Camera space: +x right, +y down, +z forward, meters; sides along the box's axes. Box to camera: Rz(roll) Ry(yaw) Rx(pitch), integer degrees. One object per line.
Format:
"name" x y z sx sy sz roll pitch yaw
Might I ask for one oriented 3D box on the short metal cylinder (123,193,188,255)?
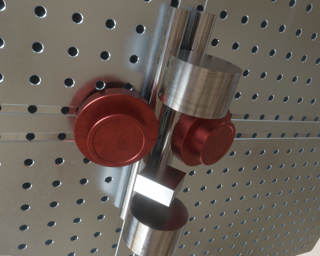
"short metal cylinder" -0.007 0.130 0.424 0.081 0.080 0.050 1 118 -29

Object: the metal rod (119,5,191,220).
"metal rod" -0.013 -0.001 0.402 0.025 0.025 0.298 1 118 -29

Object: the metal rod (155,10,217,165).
"metal rod" 0.018 -0.002 0.418 0.025 0.025 0.298 1 118 -29

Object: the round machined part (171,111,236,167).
"round machined part" 0.065 0.012 0.426 0.099 0.042 0.097 -26 134 -30

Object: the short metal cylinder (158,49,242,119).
"short metal cylinder" 0.042 -0.050 0.339 0.081 0.080 0.050 1 118 -29

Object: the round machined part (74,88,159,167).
"round machined part" -0.049 0.006 0.361 0.099 0.042 0.097 -6 119 -10

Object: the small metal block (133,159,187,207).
"small metal block" 0.001 0.071 0.409 0.050 0.050 0.025 -39 148 -61
